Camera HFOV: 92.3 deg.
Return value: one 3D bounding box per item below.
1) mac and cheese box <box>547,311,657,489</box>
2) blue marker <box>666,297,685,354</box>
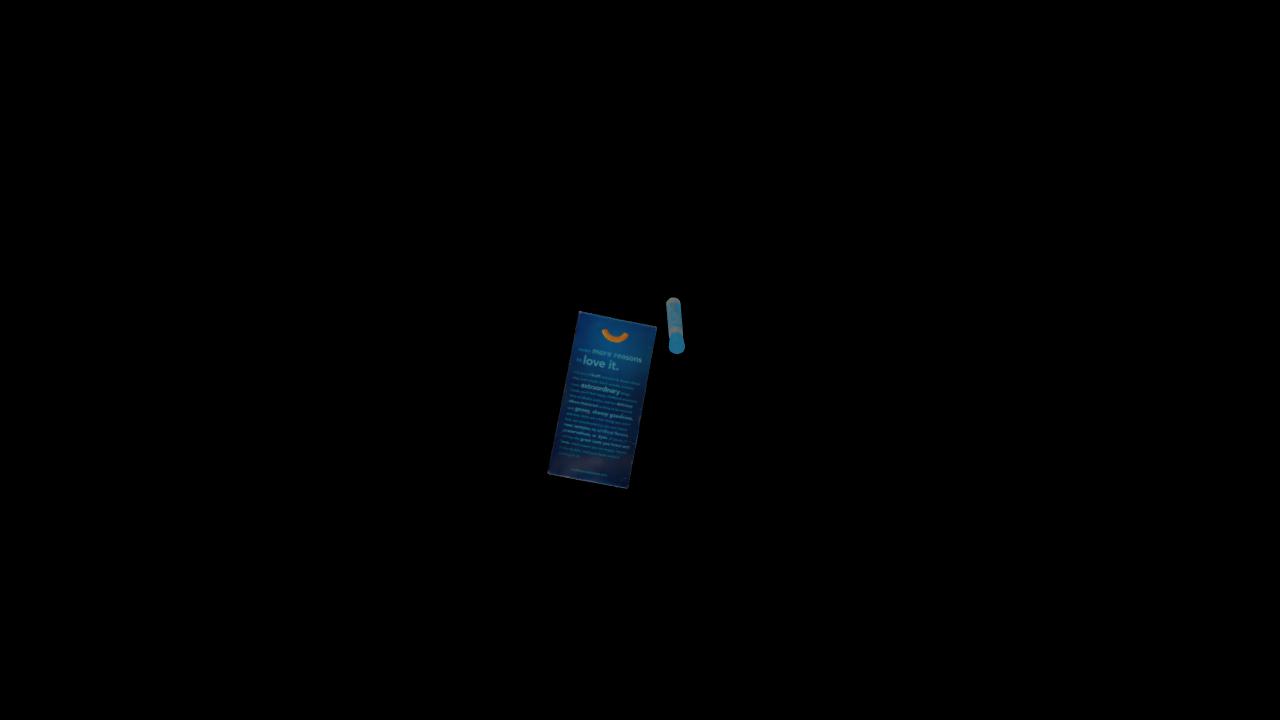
[{"bbox_3d":[-0.042,0.045,0.697,0.093,0.184,0.041,11,-5,-5],"label":"mac and cheese box"},{"bbox_3d":[0.043,-0.043,0.754,0.020,0.020,0.121,0,31,1],"label":"blue marker"}]
